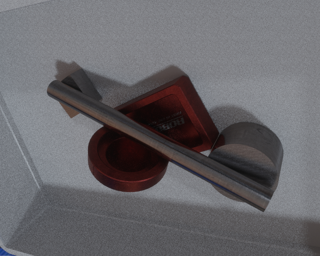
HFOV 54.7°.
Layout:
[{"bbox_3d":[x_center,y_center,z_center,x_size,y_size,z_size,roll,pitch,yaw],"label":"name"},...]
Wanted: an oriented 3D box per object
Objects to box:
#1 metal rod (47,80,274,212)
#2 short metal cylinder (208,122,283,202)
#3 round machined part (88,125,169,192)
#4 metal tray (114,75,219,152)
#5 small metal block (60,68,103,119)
[{"bbox_3d":[-0.015,0.011,0.367,0.301,0.025,0.025,27,128,19],"label":"metal rod"},{"bbox_3d":[0.099,0.040,0.362,0.080,0.050,0.079,13,124,20],"label":"short metal cylinder"},{"bbox_3d":[-0.040,0.039,0.386,0.098,0.098,0.042,25,135,12],"label":"round machined part"},{"bbox_3d":[-0.002,-0.002,0.401,0.130,0.030,0.090,-21,108,35],"label":"metal tray"},{"bbox_3d":[-0.119,-0.048,0.437,0.050,0.025,0.050,-24,106,36],"label":"small metal block"}]
